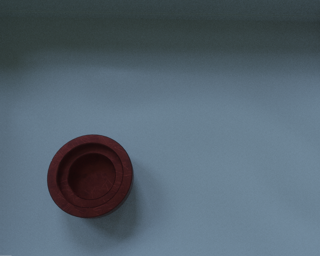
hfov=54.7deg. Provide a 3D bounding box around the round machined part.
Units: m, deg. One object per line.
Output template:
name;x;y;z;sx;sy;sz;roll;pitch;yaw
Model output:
round machined part;-0.081;0.060;0.378;0.099;0.042;0.098;0;70;-1
